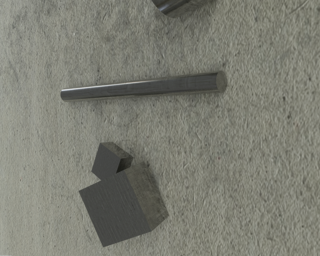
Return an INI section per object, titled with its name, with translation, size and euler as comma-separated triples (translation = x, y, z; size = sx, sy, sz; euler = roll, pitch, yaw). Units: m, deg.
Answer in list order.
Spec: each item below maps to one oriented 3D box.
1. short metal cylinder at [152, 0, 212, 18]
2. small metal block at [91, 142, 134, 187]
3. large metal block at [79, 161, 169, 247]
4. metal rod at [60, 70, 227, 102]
[short metal cylinder]
translation = 0.024, -0.173, 0.350
size = 0.050, 0.081, 0.080
euler = -14, 81, 39
[small metal block]
translation = -0.072, 0.055, 0.465
size = 0.050, 0.025, 0.050
euler = 31, 109, 35
[large metal block]
translation = -0.048, 0.100, 0.410
size = 0.080, 0.050, 0.080
euler = -27, 85, 26
[metal rod]
translation = -0.046, -0.055, 0.443
size = 0.300, 0.025, 0.025
euler = 1, 91, 40
